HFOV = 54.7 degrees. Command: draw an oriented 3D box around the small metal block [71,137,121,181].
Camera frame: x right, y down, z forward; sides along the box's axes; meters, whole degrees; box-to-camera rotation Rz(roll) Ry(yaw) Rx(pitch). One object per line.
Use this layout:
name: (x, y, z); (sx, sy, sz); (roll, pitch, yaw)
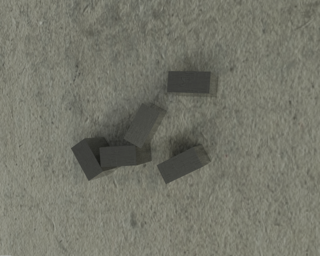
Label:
small metal block: (-0.087, 0.041, 0.425); (0.025, 0.050, 0.050); (-35, 79, 17)

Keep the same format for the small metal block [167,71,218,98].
small metal block: (0.041, -0.053, 0.381); (0.050, 0.050, 0.025); (4, 92, 19)

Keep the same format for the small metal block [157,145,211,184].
small metal block: (0.031, 0.044, 0.384); (0.050, 0.050, 0.025); (-29, 81, 17)

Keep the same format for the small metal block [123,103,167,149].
small metal block: (-0.018, -0.005, 0.399); (0.025, 0.050, 0.050); (30, 100, 7)

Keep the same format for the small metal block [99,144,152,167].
small metal block: (-0.044, 0.035, 0.410); (0.050, 0.050, 0.025); (-5, 89, 20)
